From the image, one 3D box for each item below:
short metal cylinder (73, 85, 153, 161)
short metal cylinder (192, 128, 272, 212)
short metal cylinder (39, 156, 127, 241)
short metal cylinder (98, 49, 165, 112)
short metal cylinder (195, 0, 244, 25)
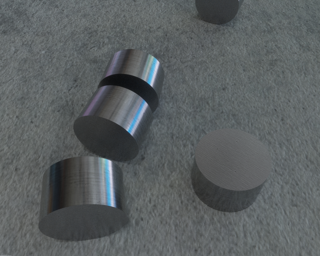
[{"bbox_3d":[-0.055,-0.004,0.370,0.080,0.080,0.050,14,52,11],"label":"short metal cylinder"},{"bbox_3d":[0.078,0.047,0.349,0.081,0.050,0.080,0,50,0],"label":"short metal cylinder"},{"bbox_3d":[-0.075,0.071,0.306,0.081,0.080,0.050,-7,51,-6],"label":"short metal cylinder"},{"bbox_3d":[-0.038,-0.058,0.416,0.080,0.080,0.050,7,51,5],"label":"short metal cylinder"},{"bbox_3d":[0.112,-0.240,0.571,0.080,0.080,0.050,19,53,15],"label":"short metal cylinder"}]
